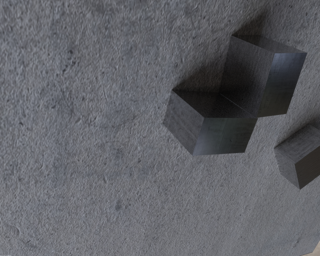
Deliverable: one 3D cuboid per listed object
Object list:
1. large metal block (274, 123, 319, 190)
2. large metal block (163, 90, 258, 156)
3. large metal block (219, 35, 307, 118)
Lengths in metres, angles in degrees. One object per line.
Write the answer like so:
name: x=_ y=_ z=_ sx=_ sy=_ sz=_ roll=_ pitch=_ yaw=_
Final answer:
large metal block: x=0.264 y=0.053 z=0.567 sx=0.080 sy=0.050 sz=0.080 roll=-35 pitch=129 yaw=-5
large metal block: x=0.062 y=-0.009 z=0.399 sx=0.081 sy=0.080 sz=0.050 roll=0 pitch=119 yaw=-28
large metal block: x=0.127 y=-0.069 z=0.398 sx=0.050 sy=0.080 sz=0.079 roll=-7 pitch=122 yaw=-25
